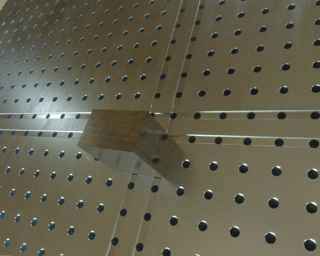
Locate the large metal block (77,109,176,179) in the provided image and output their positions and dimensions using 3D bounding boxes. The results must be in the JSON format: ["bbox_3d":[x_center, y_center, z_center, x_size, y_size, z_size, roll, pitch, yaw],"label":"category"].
[{"bbox_3d":[-0.038,0.020,0.382,0.080,0.080,0.050,4,64,30],"label":"large metal block"}]
